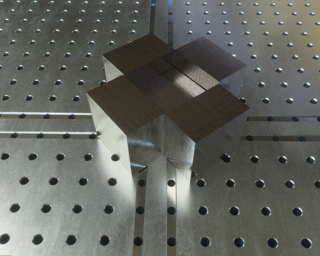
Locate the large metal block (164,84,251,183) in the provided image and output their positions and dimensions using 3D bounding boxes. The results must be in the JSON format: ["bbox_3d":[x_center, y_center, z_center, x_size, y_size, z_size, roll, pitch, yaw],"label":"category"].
[{"bbox_3d":[0.053,0.007,0.368,0.080,0.080,0.050,-30,56,-23],"label":"large metal block"}]

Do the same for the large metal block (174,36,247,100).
[{"bbox_3d":[0.064,-0.065,0.428,0.050,0.080,0.080,-31,57,-24],"label":"large metal block"}]

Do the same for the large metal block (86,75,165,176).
[{"bbox_3d":[-0.039,-0.003,0.374,0.050,0.080,0.080,-32,57,-24],"label":"large metal block"}]

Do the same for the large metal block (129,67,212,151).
[{"bbox_3d":[0.014,-0.025,0.411,0.080,0.050,0.080,-32,56,-22],"label":"large metal block"}]

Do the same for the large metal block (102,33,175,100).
[{"bbox_3d":[-0.027,-0.073,0.434,0.080,0.080,0.050,-31,57,-24],"label":"large metal block"}]
